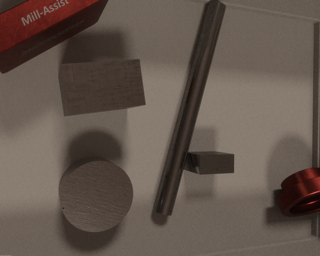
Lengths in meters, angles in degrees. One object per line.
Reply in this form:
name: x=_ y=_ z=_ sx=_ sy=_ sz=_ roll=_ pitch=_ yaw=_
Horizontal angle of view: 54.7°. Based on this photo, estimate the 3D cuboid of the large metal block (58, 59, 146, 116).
large metal block: x=-0.070 y=-0.044 z=0.356 sx=0.081 sy=0.080 sz=0.050 roll=-9 pitch=93 yaw=-20

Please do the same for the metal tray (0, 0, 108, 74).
metal tray: x=-0.123 y=-0.110 z=0.330 sx=0.131 sy=0.090 sz=0.030 roll=-36 pitch=102 yaw=-17

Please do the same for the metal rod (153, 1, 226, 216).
metal rod: x=0.043 y=-0.031 z=0.427 sx=0.025 sy=0.025 sz=0.299 roll=17 pitch=84 yaw=-20

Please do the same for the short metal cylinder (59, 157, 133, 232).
short metal cylinder: x=-0.078 y=0.076 z=0.369 sx=0.081 sy=0.050 sz=0.079 roll=0 pitch=90 yaw=-21

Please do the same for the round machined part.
round machined part: x=0.224 y=0.095 z=0.468 sx=0.099 sy=0.097 sz=0.042 roll=2 pitch=51 yaw=-21

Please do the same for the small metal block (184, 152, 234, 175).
small metal block: x=0.066 y=0.047 z=0.423 sx=0.050 sy=0.050 sz=0.025 roll=1 pitch=90 yaw=-20
